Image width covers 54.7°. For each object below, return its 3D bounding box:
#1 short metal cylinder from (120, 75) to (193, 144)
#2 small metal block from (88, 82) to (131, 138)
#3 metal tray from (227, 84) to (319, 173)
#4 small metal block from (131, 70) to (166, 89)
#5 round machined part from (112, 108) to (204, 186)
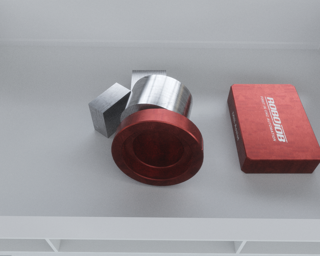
[{"bbox_3d":[-0.003,-0.019,0.386,0.080,0.080,0.050,10,51,8],"label":"short metal cylinder"},{"bbox_3d":[-0.063,-0.023,0.407,0.025,0.050,0.050,31,57,23],"label":"small metal block"},{"bbox_3d":[0.144,-0.003,0.407,0.091,0.030,0.130,0,50,-1],"label":"metal tray"},{"bbox_3d":[-0.016,-0.059,0.455,0.050,0.025,0.050,0,50,-1],"label":"small metal block"},{"bbox_3d":[-0.001,0.017,0.345,0.099,0.097,0.042,5,40,3],"label":"round machined part"}]
